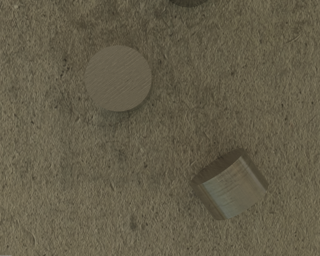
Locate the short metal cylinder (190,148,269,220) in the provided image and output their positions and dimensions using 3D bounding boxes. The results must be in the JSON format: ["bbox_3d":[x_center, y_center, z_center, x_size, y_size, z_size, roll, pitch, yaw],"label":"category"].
[{"bbox_3d":[0.084,0.068,0.383,0.080,0.080,0.050,-35,90,0],"label":"short metal cylinder"}]

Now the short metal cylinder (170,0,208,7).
[{"bbox_3d":[0.039,-0.204,0.397,0.081,0.050,0.080,0,90,0],"label":"short metal cylinder"}]

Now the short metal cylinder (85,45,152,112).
[{"bbox_3d":[-0.050,-0.060,0.397,0.081,0.050,0.080,0,90,0],"label":"short metal cylinder"}]
